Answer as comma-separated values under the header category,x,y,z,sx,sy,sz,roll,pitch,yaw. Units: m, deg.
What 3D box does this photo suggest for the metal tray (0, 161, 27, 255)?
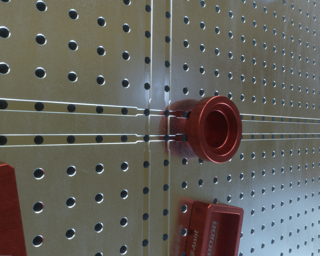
category,x,y,z,sx,sy,sz,roll,pitch,yaw
metal tray,-0.168,0.101,0.265,0.091,0.030,0.129,-10,97,-40

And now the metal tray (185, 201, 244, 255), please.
category,x,y,z,sx,sy,sz,roll,pitch,yaw
metal tray,0.082,0.182,0.474,0.091,0.030,0.129,18,79,-39

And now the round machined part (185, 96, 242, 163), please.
category,x,y,z,sx,sy,sz,roll,pitch,yaw
round machined part,0.076,0.002,0.462,0.099,0.042,0.097,0,90,-40
